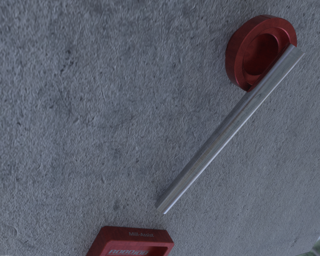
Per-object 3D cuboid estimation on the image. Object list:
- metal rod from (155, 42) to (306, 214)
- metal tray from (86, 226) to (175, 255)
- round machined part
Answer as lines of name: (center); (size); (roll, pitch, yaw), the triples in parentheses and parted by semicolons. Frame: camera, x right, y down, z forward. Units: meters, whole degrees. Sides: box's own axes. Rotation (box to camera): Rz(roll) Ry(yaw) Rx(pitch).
metal rod: (0.082, 0.015, 0.427); (0.025, 0.025, 0.298); (17, 120, -35)
metal tray: (-0.051, 0.208, 0.505); (0.131, 0.030, 0.090); (18, 109, -36)
round machined part: (0.126, -0.099, 0.406); (0.099, 0.042, 0.097); (-14, 124, -21)
